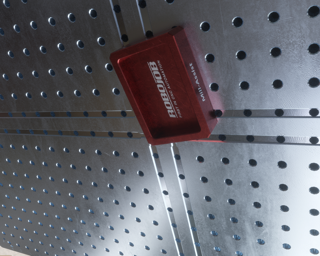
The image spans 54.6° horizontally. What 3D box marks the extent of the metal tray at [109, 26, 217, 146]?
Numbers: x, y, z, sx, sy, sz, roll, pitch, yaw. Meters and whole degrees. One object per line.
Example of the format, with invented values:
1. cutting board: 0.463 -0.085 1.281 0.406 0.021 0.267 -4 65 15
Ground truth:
1. metal tray: 0.005 -0.045 0.377 0.090 0.030 0.130 -10 113 32
